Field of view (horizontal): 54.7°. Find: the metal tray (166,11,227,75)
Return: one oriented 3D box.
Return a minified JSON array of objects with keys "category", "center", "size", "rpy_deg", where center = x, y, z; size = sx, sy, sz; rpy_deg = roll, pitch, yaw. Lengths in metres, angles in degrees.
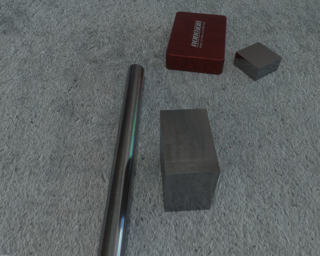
[{"category":"metal tray","center":[0.064,-0.147,0.525],"size":[0.090,0.030,0.130],"rpy_deg":[8,50,6]}]

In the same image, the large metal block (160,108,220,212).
[{"category":"large metal block","center":[0.027,0.036,0.338],"size":[0.050,0.080,0.080],"rpy_deg":[-3,50,-3]}]

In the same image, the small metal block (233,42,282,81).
[{"category":"small metal block","center":[0.155,-0.107,0.495],"size":[0.050,0.025,0.050],"rpy_deg":[-27,55,-21]}]

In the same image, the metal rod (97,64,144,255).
[{"category":"metal rod","center":[-0.042,0.026,0.380],"size":[0.025,0.025,0.300],"rpy_deg":[2,50,1]}]
